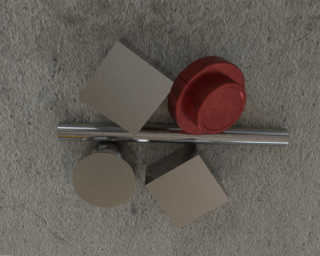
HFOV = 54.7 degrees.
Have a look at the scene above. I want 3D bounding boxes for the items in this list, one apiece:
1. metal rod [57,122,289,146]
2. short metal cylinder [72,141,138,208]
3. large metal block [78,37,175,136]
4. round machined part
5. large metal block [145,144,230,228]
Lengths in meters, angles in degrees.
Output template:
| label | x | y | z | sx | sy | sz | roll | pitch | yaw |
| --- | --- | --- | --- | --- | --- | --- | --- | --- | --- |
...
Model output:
| label | x | y | z | sx | sy | sz | roll | pitch | yaw |
| --- | --- | --- | --- | --- | --- | --- | --- | --- | --- |
| metal rod | 0.018 | 0.008 | 0.415 | 0.302 | 0.025 | 0.025 | 2 | 110 | -1 |
| short metal cylinder | -0.071 | 0.059 | 0.418 | 0.081 | 0.050 | 0.079 | 0 | 110 | -1 |
| large metal block | -0.038 | -0.051 | 0.376 | 0.080 | 0.050 | 0.080 | 35 | 106 | -12 |
| round machined part | 0.062 | -0.031 | 0.366 | 0.099 | 0.042 | 0.097 | -17 | 130 | -22 |
| large metal block | 0.036 | 0.076 | 0.426 | 0.080 | 0.050 | 0.080 | -31 | 108 | 10 |
